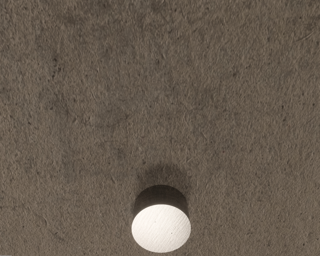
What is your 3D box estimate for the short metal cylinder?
[{"bbox_3d":[0.002,0.129,0.444,0.081,0.050,0.079,0,110,-1],"label":"short metal cylinder"}]
